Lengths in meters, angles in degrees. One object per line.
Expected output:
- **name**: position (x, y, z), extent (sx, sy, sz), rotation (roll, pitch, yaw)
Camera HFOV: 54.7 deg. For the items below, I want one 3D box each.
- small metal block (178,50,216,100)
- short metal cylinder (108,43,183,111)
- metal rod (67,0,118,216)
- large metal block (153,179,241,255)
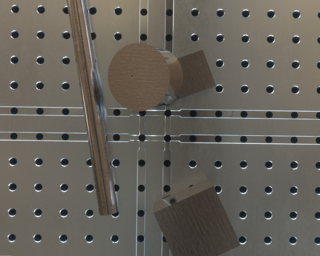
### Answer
- **small metal block**: position (0.040, -0.070, 0.414), extent (0.050, 0.025, 0.050), rotation (-20, 90, -1)
- **short metal cylinder**: position (-0.017, -0.063, 0.387), extent (0.080, 0.050, 0.079), rotation (3, 99, 21)
- **metal rod**: position (-0.091, -0.035, 0.412), extent (0.025, 0.025, 0.298), rotation (-9, 90, 0)
- **large metal block**: position (0.045, 0.123, 0.402), extent (0.080, 0.050, 0.080), rotation (-24, 90, -1)
